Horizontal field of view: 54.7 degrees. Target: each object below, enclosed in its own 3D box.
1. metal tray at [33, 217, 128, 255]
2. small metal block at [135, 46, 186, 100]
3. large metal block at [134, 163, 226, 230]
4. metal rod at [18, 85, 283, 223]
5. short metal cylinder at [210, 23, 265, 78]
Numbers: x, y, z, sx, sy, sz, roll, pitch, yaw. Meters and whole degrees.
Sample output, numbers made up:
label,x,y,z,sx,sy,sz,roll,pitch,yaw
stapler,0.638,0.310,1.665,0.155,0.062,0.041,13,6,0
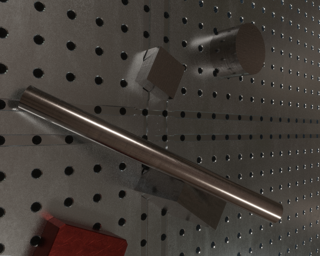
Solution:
label,x,y,z,sx,sy,sz,roll,pitch,yaw
metal tray,-0.097,0.171,0.326,0.090,0.030,0.130,31,70,-36
small metal block,0.001,-0.072,0.412,0.050,0.025,0.050,33,69,-35
large metal block,0.029,0.083,0.400,0.080,0.080,0.050,42,64,-32
metal rod,0.001,0.034,0.331,0.301,0.025,0.025,26,72,-11
short metal cylinder,0.126,-0.123,0.501,0.081,0.050,0.079,0,91,-40
